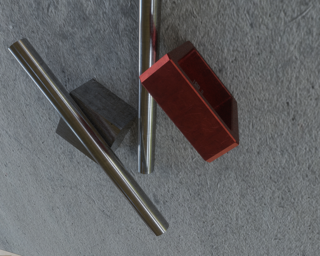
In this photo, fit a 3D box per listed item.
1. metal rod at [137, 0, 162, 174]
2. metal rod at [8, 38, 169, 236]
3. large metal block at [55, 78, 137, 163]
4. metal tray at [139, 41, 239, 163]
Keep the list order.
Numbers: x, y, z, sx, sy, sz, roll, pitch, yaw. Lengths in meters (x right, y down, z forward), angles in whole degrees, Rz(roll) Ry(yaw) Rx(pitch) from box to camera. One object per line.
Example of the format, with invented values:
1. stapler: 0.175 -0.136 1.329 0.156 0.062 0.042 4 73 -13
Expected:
1. metal rod: -0.014 -0.066 0.372 0.025 0.025 0.298 16 125 19
2. metal rod: -0.083 0.020 0.396 0.025 0.025 0.299 -27 104 37
3. large metal block: -0.088 -0.008 0.431 0.080 0.050 0.079 36 129 3
4. metal tray: 0.036 -0.034 0.296 0.030 0.130 0.090 -36 99 22
